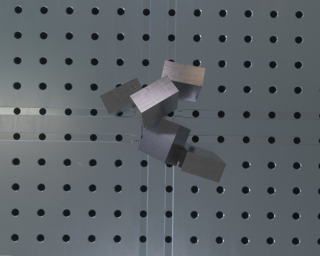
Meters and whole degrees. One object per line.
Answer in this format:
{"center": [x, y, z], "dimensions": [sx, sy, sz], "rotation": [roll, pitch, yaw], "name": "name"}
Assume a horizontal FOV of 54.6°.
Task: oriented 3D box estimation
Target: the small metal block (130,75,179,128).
{"center": [-0.006, -0.031, 0.375], "dimensions": [0.050, 0.050, 0.025], "rotation": [-31, 73, -11], "name": "small metal block"}

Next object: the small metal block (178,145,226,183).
{"center": [0.050, 0.043, 0.397], "dimensions": [0.050, 0.050, 0.025], "rotation": [18, 98, -8], "name": "small metal block"}

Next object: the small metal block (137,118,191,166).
{"center": [0.005, 0.015, 0.400], "dimensions": [0.050, 0.025, 0.050], "rotation": [22, 90, 41], "name": "small metal block"}

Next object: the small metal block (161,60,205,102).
{"center": [0.027, -0.059, 0.398], "dimensions": [0.050, 0.050, 0.025], "rotation": [11, 73, 0], "name": "small metal block"}

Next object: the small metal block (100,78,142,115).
{"center": [-0.045, -0.039, 0.401], "dimensions": [0.050, 0.050, 0.025], "rotation": [-26, 90, 0], "name": "small metal block"}
